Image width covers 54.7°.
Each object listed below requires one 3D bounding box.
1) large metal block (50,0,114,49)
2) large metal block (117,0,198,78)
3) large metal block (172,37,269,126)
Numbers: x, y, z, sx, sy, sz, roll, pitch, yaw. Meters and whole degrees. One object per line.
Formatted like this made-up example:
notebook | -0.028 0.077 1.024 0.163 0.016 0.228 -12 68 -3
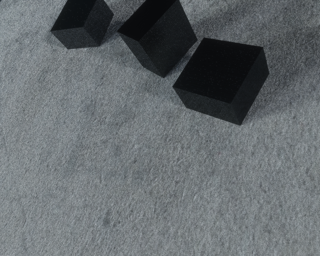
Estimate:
large metal block | -0.145 -0.198 0.583 0.080 0.050 0.080 4 64 29
large metal block | -0.001 -0.134 0.450 0.080 0.080 0.050 -49 52 -7
large metal block | 0.076 -0.059 0.383 0.080 0.050 0.080 22 73 35
